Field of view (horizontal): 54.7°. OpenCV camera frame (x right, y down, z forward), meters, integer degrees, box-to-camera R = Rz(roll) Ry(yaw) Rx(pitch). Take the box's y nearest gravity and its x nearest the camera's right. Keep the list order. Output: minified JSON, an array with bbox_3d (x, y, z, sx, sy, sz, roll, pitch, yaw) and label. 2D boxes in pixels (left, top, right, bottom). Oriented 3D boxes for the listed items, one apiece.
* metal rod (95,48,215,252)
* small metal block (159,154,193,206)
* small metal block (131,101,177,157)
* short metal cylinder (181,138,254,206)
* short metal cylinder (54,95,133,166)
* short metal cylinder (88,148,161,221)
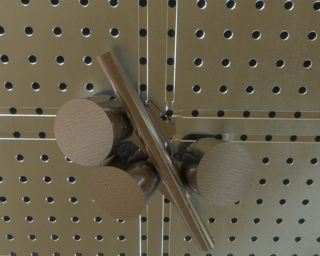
[{"bbox_3d":[0.002,0.041,0.397,0.025,0.025,0.299,-24,108,8],"label":"metal rod"},{"bbox_3d":[0.023,0.073,0.437,0.050,0.025,0.050,-38,106,13],"label":"small metal block"},{"bbox_3d":[-0.014,0.001,0.410,0.050,0.025,0.050,-41,105,13],"label":"small metal block"},{"bbox_3d":[0.074,0.055,0.403,0.081,0.050,0.079,-2,95,-18],"label":"short metal cylinder"},{"bbox_3d":[-0.081,0.001,0.381,0.080,0.050,0.079,4,102,20],"label":"short metal cylinder"},{"bbox_3d":[-0.046,0.073,0.408,0.080,0.050,0.079,9,116,20],"label":"short metal cylinder"}]
